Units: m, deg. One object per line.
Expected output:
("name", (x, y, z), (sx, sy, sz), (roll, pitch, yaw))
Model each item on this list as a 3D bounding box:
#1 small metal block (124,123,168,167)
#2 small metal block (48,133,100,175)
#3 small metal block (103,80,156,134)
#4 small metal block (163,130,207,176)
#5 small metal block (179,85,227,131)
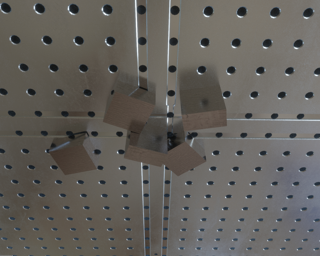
("small metal block", (-0.018, 0.020, 0.412), (0.050, 0.050, 0.025), (15, 129, -13))
("small metal block", (-0.121, 0.038, 0.443), (0.050, 0.025, 0.050), (-12, 129, 9))
("small metal block", (-0.039, -0.025, 0.390), (0.050, 0.025, 0.050), (19, 128, -15))
("small metal block", (0.030, 0.036, 0.443), (0.050, 0.025, 0.050), (-32, 123, 24))
("small metal block", (0.051, -0.025, 0.375), (0.050, 0.050, 0.025), (-7, 130, 6))
